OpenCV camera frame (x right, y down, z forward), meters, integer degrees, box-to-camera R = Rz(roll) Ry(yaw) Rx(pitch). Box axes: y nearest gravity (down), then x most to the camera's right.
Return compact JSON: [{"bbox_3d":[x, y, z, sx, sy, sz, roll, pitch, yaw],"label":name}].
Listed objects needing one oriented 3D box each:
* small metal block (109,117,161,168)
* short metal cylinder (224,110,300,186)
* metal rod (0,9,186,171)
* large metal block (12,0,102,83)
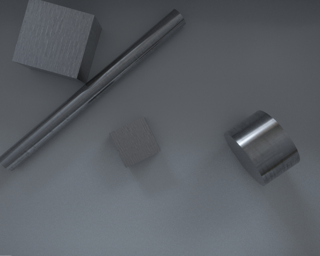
[{"bbox_3d":[-0.033,0.018,0.411,0.050,0.025,0.050,-26,90,-1],"label":"small metal block"},{"bbox_3d":[0.125,0.025,0.386,0.050,0.080,0.080,-35,90,0],"label":"short metal cylinder"},{"bbox_3d":[-0.088,-0.050,0.410,0.300,0.025,0.025,-40,91,-1],"label":"metal rod"},{"bbox_3d":[-0.128,-0.108,0.397,0.080,0.050,0.080,15,90,-1],"label":"large metal block"}]
